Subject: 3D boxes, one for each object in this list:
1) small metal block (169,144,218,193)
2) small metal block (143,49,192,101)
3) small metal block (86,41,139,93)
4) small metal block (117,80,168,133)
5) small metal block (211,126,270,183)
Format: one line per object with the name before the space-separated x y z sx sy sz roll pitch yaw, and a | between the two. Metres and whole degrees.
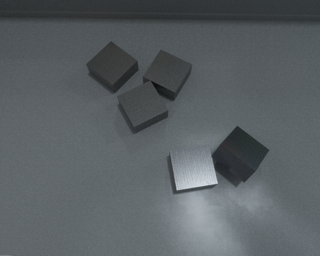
small metal block | 0.041 0.052 0.391 0.050 0.025 0.050 -9 70 -3
small metal block | 0.011 -0.075 0.437 0.050 0.025 0.050 28 72 9
small metal block | -0.067 -0.087 0.441 0.050 0.025 0.050 39 74 13
small metal block | -0.023 -0.029 0.420 0.050 0.025 0.050 -27 72 -10
small metal block | 0.101 0.031 0.387 0.050 0.025 0.050 39 44 13
